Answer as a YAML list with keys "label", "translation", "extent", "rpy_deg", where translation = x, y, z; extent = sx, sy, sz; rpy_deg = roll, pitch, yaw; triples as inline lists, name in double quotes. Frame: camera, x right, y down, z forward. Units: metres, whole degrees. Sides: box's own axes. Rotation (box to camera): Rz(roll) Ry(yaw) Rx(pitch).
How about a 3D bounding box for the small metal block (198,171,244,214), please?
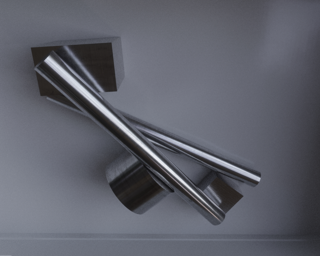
- label: "small metal block"
  translation: [0.082, 0.095, 0.446]
  extent: [0.050, 0.025, 0.050]
  rpy_deg: [36, 106, -13]

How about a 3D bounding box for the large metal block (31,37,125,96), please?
- label: "large metal block"
  translation: [-0.087, -0.073, 0.353]
  extent: [0.081, 0.080, 0.050]
  rpy_deg: [-3, 110, 1]

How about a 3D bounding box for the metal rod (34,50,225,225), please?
- label: "metal rod"
  translation: [-0.015, 0.030, 0.359]
  extent: [0.025, 0.025, 0.300]
  rpy_deg: [-38, 119, 13]

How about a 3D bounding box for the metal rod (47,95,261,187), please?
- label: "metal rod"
  translation: [-0.001, 0.013, 0.415]
  extent: [0.302, 0.025, 0.025]
  rpy_deg: [24, 108, -9]

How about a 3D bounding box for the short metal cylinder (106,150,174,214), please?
- label: "short metal cylinder"
  translation: [-0.024, 0.064, 0.403]
  extent: [0.050, 0.080, 0.080]
  rpy_deg: [-38, 106, 12]
